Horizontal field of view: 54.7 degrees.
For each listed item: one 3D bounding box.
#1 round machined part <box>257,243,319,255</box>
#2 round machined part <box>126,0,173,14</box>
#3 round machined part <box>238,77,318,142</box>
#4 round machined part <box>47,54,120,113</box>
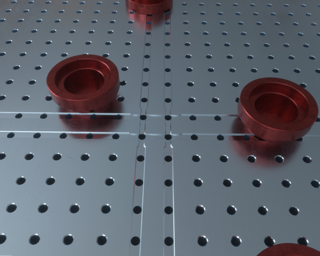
[{"bbox_3d":[0.117,0.156,0.267,0.099,0.042,0.098,0,50,0],"label":"round machined part"},{"bbox_3d":[-0.022,-0.275,0.627,0.099,0.042,0.098,0,50,0],"label":"round machined part"},{"bbox_3d":[0.153,-0.020,0.416,0.099,0.042,0.098,0,50,0],"label":"round machined part"},{"bbox_3d":[-0.107,-0.059,0.445,0.099,0.042,0.098,0,50,0],"label":"round machined part"}]
